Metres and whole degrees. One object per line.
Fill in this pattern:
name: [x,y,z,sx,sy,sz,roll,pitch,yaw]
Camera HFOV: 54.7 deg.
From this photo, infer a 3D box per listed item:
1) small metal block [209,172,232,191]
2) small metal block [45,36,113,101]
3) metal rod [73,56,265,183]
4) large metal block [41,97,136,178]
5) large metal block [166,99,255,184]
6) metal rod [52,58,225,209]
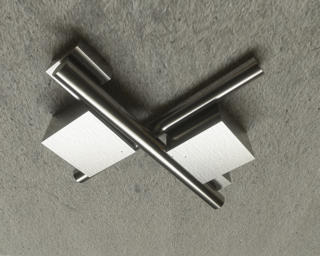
small metal block: [0.072,0.074,0.474,0.050,0.025,0.050,-36,122,26]
small metal block: [-0.090,-0.066,0.352,0.050,0.025,0.050,-30,124,23]
metal rod: [-0.005,0.000,0.410,0.300,0.025,0.025,-32,124,24]
large metal block: [-0.086,0.007,0.395,0.080,0.050,0.080,-30,124,23]
large metal block: [0.065,0.019,0.409,0.080,0.050,0.080,-32,124,24]
metal rod: [-0.008,0.024,0.396,0.025,0.025,0.300,-32,124,24]
